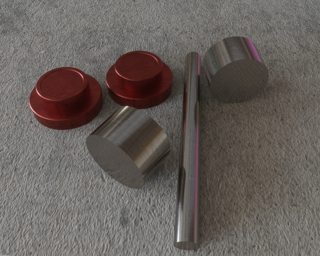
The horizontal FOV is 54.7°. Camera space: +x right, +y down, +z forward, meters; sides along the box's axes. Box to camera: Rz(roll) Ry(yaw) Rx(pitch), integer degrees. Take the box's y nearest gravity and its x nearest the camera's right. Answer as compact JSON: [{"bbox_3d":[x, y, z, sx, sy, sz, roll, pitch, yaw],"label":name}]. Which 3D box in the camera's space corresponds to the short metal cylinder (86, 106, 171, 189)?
[{"bbox_3d":[-0.035,0.022,0.349,0.080,0.080,0.050,28,55,21],"label":"short metal cylinder"}]

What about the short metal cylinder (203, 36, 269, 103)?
[{"bbox_3d":[0.105,-0.081,0.437,0.081,0.080,0.050,-4,50,-4],"label":"short metal cylinder"}]

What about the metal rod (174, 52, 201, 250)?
[{"bbox_3d":[0.040,0.002,0.401,0.025,0.025,0.300,4,50,3],"label":"metal rod"}]

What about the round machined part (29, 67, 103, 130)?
[{"bbox_3d":[-0.131,-0.048,0.431,0.099,0.042,0.098,0,50,0],"label":"round machined part"}]

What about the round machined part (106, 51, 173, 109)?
[{"bbox_3d":[-0.031,-0.077,0.457,0.099,0.042,0.098,0,50,0],"label":"round machined part"}]
